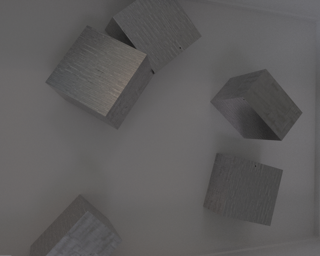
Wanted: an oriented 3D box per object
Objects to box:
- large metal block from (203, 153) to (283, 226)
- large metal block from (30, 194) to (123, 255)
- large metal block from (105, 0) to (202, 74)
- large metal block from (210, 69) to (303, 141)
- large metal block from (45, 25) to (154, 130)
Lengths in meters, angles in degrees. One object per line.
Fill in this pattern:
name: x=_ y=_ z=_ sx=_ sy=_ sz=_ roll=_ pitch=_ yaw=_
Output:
large metal block: x=0.117 y=0.086 z=0.440 sx=0.081 sy=0.050 sz=0.080 roll=17 pitch=84 yaw=-19
large metal block: x=-0.096 y=0.129 z=0.346 sx=0.050 sy=0.080 sz=0.080 roll=46 pitch=76 yaw=-14
large metal block: x=-0.009 y=-0.121 z=0.393 sx=0.080 sy=0.050 sz=0.080 roll=-42 pitch=103 yaw=-15
large metal block: x=0.130 y=-0.029 z=0.429 sx=0.080 sy=0.080 sz=0.050 roll=45 pitch=76 yaw=-15
large metal block: x=-0.066 y=-0.057 z=0.355 sx=0.080 sy=0.050 sz=0.080 roll=29 pitch=79 yaw=14
